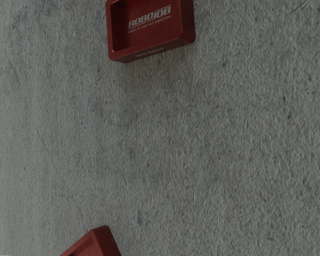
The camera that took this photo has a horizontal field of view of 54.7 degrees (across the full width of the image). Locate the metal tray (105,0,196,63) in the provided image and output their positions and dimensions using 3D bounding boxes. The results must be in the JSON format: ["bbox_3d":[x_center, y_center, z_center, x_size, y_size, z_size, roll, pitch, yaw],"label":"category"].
[{"bbox_3d":[-0.017,-0.145,0.415,0.130,0.030,0.089,-6,86,39],"label":"metal tray"}]

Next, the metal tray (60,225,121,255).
[{"bbox_3d":[-0.112,0.225,0.493,0.129,0.030,0.090,-44,64,31],"label":"metal tray"}]
